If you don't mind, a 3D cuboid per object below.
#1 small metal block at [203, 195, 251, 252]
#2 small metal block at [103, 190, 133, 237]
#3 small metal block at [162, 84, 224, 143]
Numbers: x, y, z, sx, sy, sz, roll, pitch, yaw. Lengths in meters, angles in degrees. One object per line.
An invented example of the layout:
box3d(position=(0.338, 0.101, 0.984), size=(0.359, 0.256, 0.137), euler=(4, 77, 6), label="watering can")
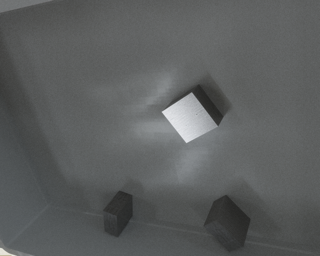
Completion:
box3d(position=(0.093, 0.129, 0.423), size=(0.050, 0.050, 0.025), euler=(45, 129, -4), label="small metal block")
box3d(position=(-0.069, 0.142, 0.515), size=(0.025, 0.050, 0.050), euler=(15, 125, 19), label="small metal block")
box3d(position=(0.040, -0.017, 0.377), size=(0.050, 0.025, 0.050), euler=(-32, 101, 37), label="small metal block")
